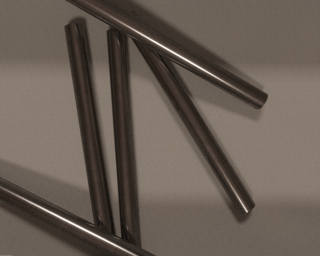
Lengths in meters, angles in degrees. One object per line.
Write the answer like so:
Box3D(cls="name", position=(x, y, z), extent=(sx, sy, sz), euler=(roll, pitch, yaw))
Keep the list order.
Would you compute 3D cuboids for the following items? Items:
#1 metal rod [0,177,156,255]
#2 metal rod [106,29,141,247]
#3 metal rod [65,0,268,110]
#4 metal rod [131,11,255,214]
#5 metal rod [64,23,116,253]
Box3D(cls="metal rod", position=(-0.146, 0.105, 0.392), extent=(0.301, 0.025, 0.025), euler=(25, 90, 6))
Box3D(cls="metal rod", position=(-0.047, 0.021, 0.410), extent=(0.025, 0.025, 0.298), euler=(-4, 90, -1))
Box3D(cls="metal rod", position=(0.004, -0.104, 0.389), extent=(0.301, 0.025, 0.025), euler=(28, 90, -10))
Box3D(cls="metal rod", position=(0.038, -0.020, 0.411), extent=(0.025, 0.025, 0.299), euler=(-32, 90, 0))
Box3D(cls="metal rod", position=(-0.091, 0.013, 0.410), extent=(0.025, 0.025, 0.298), euler=(-9, 90, 0))
